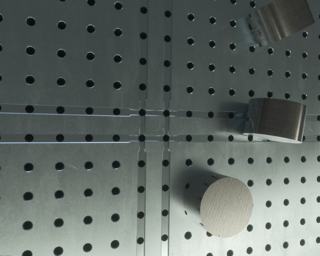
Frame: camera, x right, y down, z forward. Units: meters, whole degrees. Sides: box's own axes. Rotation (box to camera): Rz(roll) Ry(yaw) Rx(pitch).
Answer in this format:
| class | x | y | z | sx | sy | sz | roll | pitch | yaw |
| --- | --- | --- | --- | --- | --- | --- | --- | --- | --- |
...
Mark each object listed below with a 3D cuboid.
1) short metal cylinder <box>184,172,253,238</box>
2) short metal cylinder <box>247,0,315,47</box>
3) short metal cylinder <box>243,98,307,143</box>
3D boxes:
| class | x | y | z | sx | sy | sz | roll | pitch | yaw |
| --- | --- | --- | --- | --- | --- | --- | --- | --- | --- |
| short metal cylinder | 0.080 | 0.105 | 0.431 | 0.081 | 0.050 | 0.079 | 0 | 90 | -20 |
| short metal cylinder | 0.174 | -0.159 | 0.449 | 0.080 | 0.080 | 0.050 | -29 | 100 | -18 |
| short metal cylinder | 0.165 | -0.010 | 0.446 | 0.081 | 0.080 | 0.050 | 12 | 86 | -20 |
